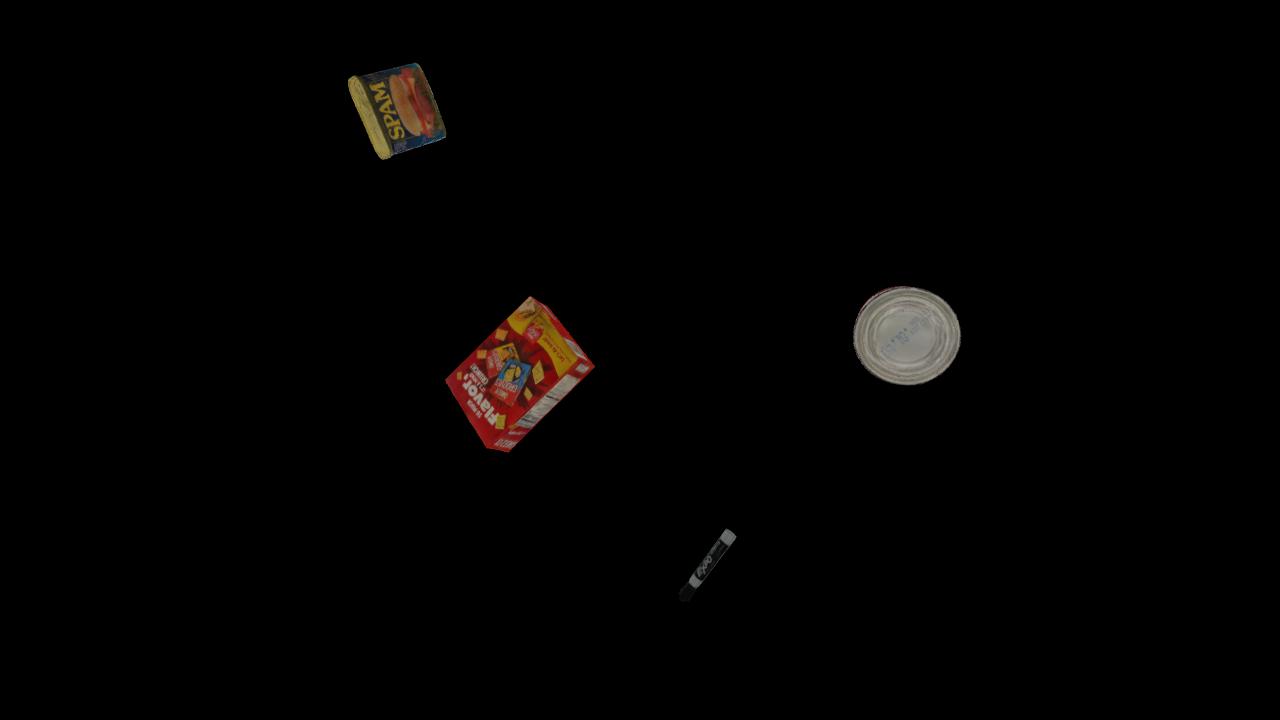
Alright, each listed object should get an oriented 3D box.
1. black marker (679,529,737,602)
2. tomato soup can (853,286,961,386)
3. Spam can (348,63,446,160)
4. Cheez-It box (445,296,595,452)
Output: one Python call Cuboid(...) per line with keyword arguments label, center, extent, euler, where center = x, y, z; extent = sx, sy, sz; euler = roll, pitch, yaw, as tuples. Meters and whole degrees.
Cuboid(label="black marker", center=(0.094, 0.292, 0.869), extent=(0.020, 0.121, 0.020), euler=(35, 4, -3))
Cuboid(label="tomato soup can", center=(0.192, -0.020, 0.448), extent=(0.068, 0.068, 0.101), euler=(0, 6, 20))
Cuboid(label="Spam can", center=(-0.314, -0.324, 0.801), extent=(0.085, 0.101, 0.058), euler=(-32, 30, -30))
Cuboid(label="Cheez-It box", center=(-0.210, 0.025, 1.062), extent=(0.166, 0.223, 0.071), euler=(50, 8, 28))
